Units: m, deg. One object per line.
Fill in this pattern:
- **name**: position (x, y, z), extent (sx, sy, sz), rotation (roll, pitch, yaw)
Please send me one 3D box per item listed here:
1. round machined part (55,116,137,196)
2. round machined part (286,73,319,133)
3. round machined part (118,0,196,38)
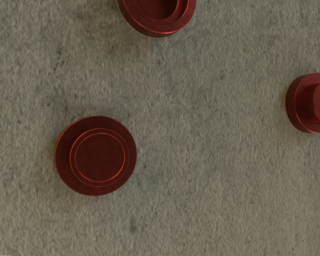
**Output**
- **round machined part**: position (-0.075, 0.034, 0.373), extent (0.099, 0.042, 0.097), rotation (0, 90, -21)
- **round machined part**: position (0.255, -0.040, 0.497), extent (0.099, 0.042, 0.097), rotation (0, 90, -21)
- **round machined part**: position (-0.007, -0.165, 0.398), extent (0.099, 0.042, 0.097), rotation (0, 90, -21)
